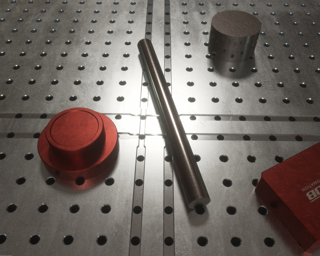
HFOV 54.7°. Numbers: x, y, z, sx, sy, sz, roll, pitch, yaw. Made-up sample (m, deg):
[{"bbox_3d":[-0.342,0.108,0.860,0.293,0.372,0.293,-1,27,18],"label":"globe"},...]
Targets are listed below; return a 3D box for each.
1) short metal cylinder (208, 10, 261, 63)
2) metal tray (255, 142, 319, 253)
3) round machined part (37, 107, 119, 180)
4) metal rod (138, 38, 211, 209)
[{"bbox_3d":[0.124,-0.155,0.524,0.081,0.050,0.080,0,50,0],"label":"short metal cylinder"},{"bbox_3d":[0.188,0.067,0.351,0.131,0.030,0.090,-22,54,-18],"label":"metal tray"},{"bbox_3d":[-0.102,0.012,0.385,0.099,0.042,0.098,0,50,0],"label":"round machined part"},{"bbox_3d":[0.009,-0.029,0.432,0.025,0.025,0.300,-10,51,-9],"label":"metal rod"}]
